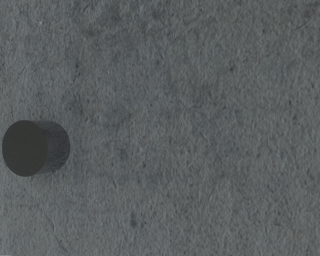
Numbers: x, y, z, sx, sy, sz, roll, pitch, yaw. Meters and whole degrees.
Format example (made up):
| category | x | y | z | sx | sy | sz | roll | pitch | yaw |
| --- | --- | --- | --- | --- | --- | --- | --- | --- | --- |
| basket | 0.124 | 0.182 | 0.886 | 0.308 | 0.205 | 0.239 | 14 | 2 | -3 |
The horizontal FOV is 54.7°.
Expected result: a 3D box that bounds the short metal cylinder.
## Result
| category | x | y | z | sx | sy | sz | roll | pitch | yaw |
| --- | --- | --- | --- | --- | --- | --- | --- | --- | --- |
| short metal cylinder | -0.182 | 0.029 | 0.458 | 0.080 | 0.050 | 0.079 | 0 | 90 | 19 |
